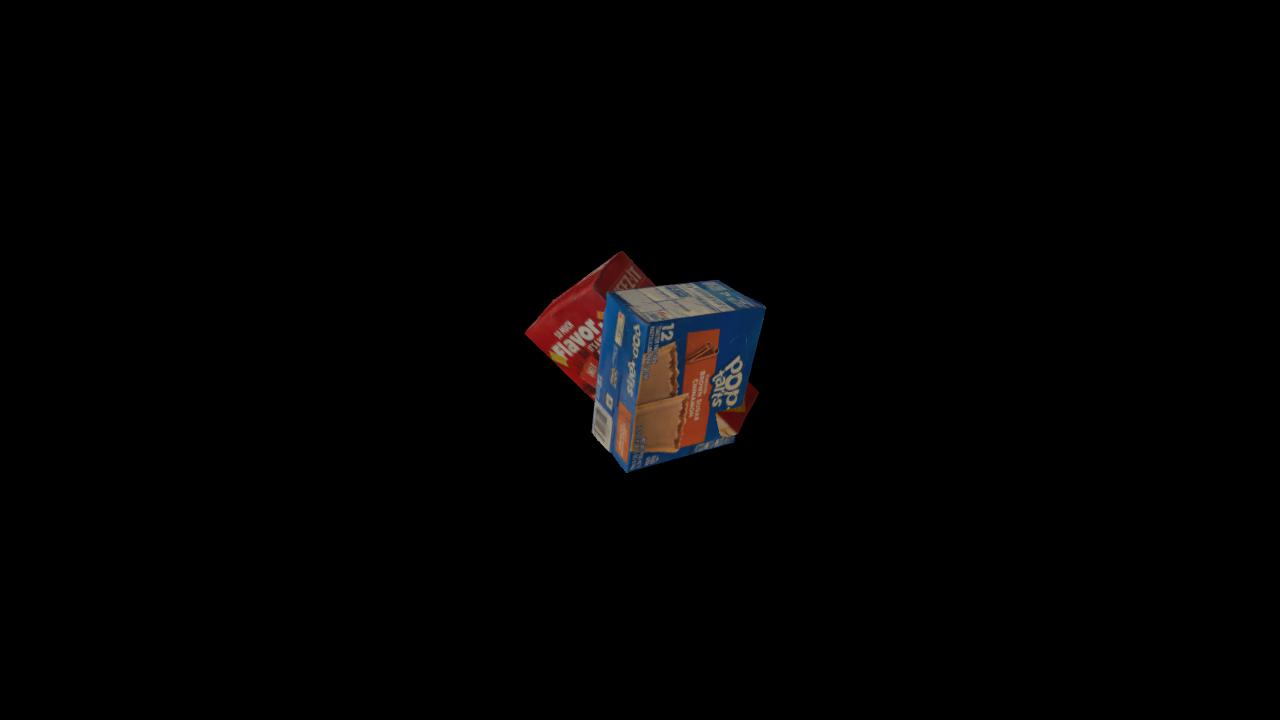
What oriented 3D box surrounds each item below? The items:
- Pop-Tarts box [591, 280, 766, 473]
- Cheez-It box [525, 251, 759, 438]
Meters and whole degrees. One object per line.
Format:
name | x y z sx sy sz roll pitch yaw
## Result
Pop-Tarts box | 0.035 0.013 0.631 0.141 0.167 0.083 -10 33 -31
Cheez-It box | -0.002 0.004 0.691 0.223 0.071 0.166 45 -35 -15
